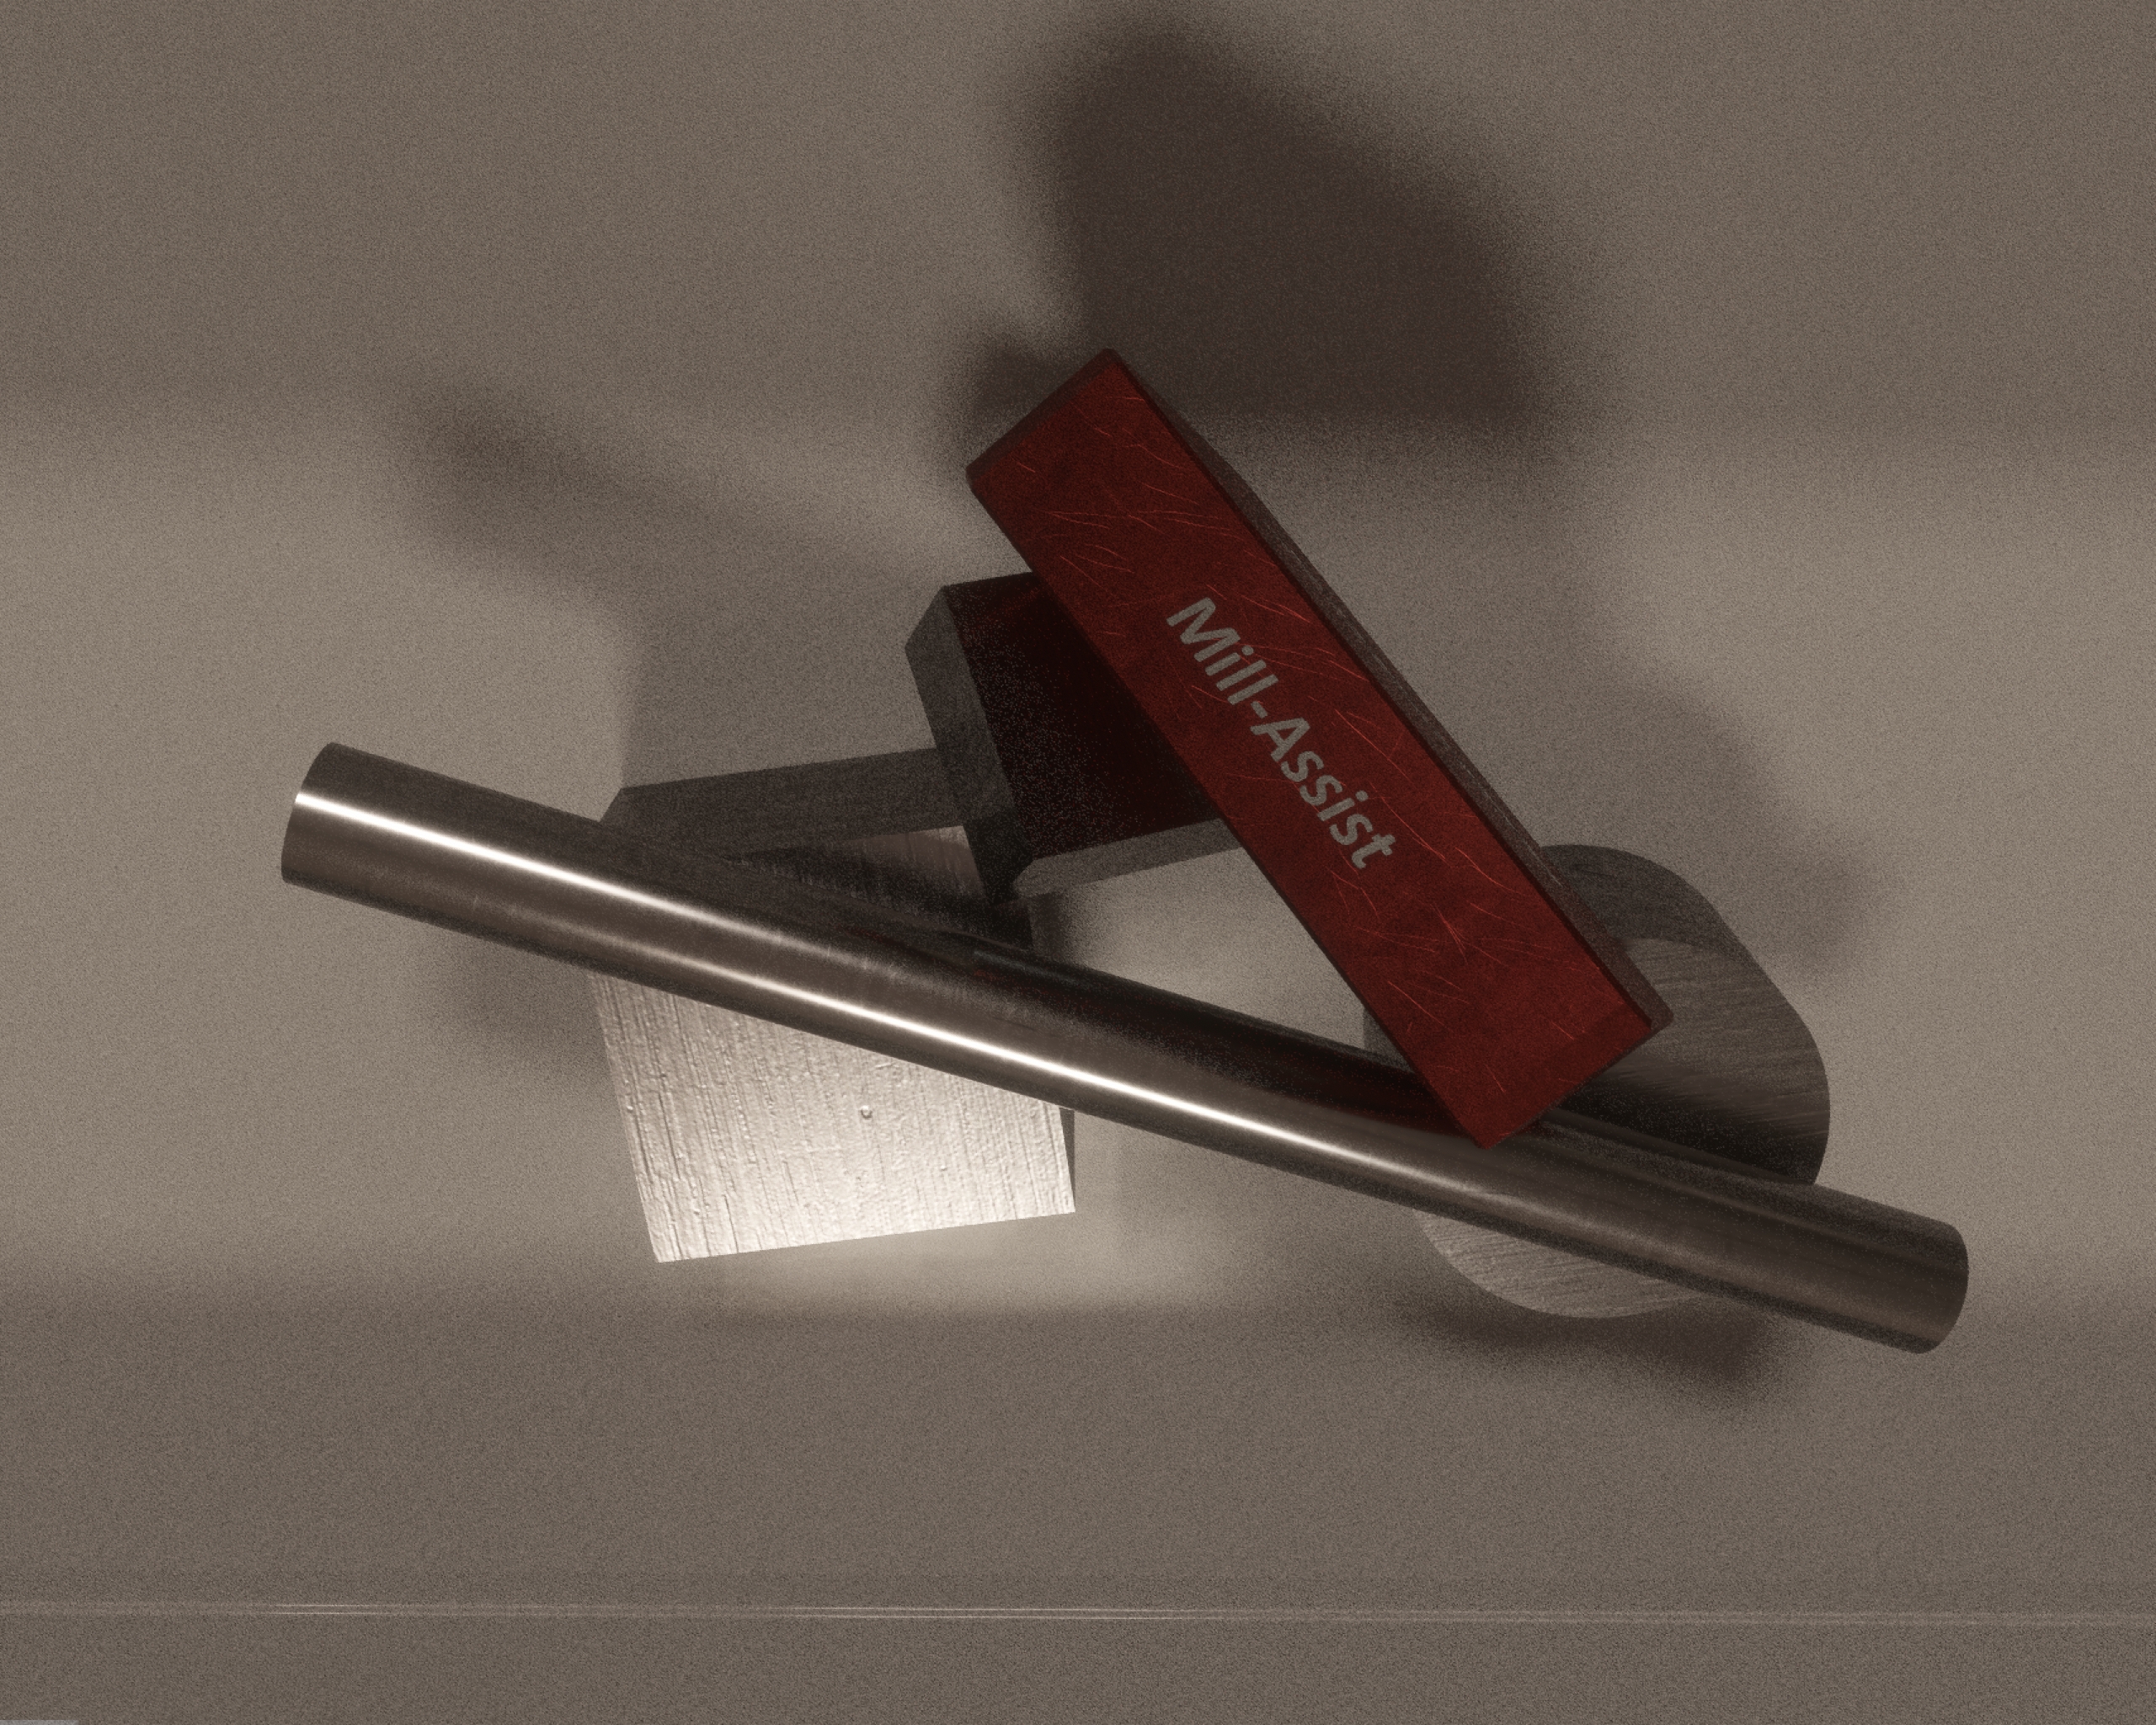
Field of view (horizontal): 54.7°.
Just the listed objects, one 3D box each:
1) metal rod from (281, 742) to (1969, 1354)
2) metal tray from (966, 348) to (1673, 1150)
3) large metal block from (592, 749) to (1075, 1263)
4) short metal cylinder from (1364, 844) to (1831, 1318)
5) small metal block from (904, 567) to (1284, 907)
[{"bbox_3d":[0.014,0.035,0.369,0.302,0.025,0.025,17,109,-7],"label":"metal rod"},{"bbox_3d":[0.043,-0.017,0.343,0.030,0.090,0.130,-39,76,12],"label":"metal tray"},{"bbox_3d":[-0.046,0.026,0.406,0.080,0.050,0.079,-7,110,2],"label":"large metal block"},{"bbox_3d":[0.100,0.042,0.413,0.081,0.050,0.079,0,110,-1],"label":"short metal cylinder"},{"bbox_3d":[0.003,-0.024,0.365,0.050,0.025,0.050,-13,76,-24],"label":"small metal block"}]
